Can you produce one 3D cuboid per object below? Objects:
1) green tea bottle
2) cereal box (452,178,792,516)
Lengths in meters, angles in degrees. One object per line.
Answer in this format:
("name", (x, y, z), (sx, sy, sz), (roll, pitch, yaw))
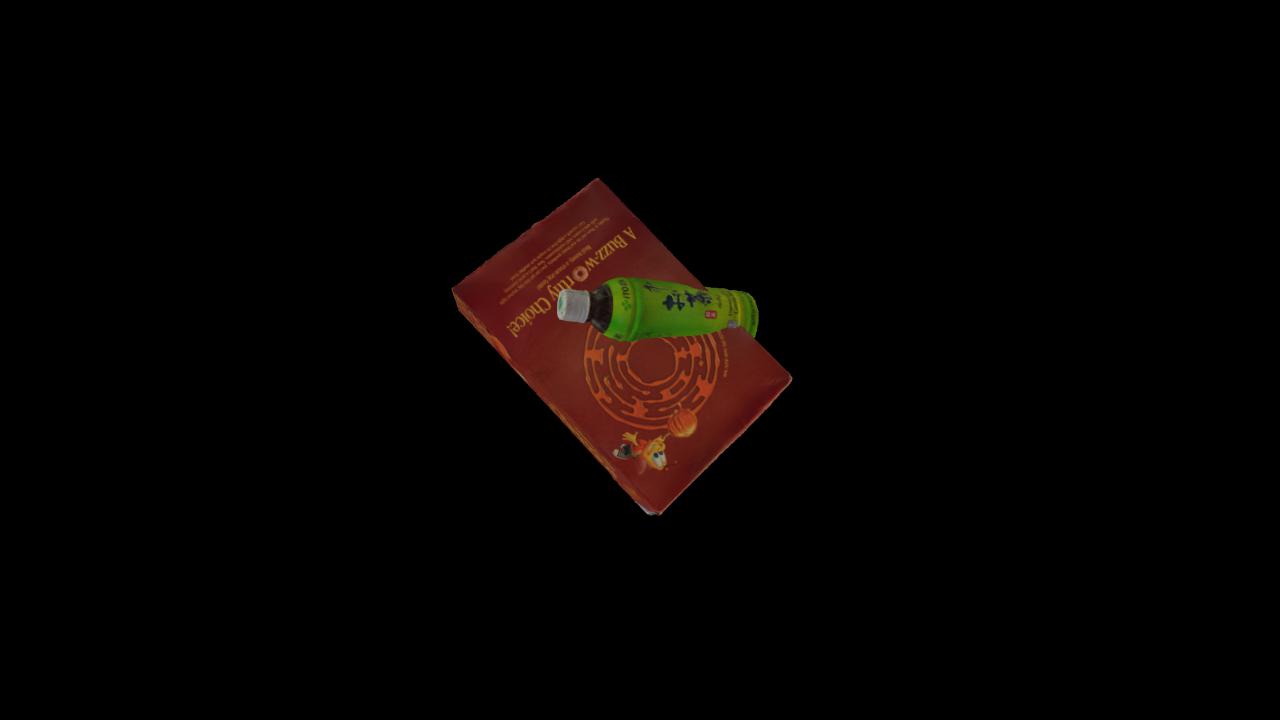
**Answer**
("green tea bottle", (0.019, -0.046, 0.636), (0.212, 0.073, 0.073), (2, -1, -26))
("cereal box", (-0.018, -0.016, 0.650), (0.203, 0.306, 0.081), (-43, -3, -17))
